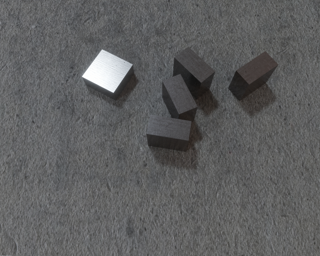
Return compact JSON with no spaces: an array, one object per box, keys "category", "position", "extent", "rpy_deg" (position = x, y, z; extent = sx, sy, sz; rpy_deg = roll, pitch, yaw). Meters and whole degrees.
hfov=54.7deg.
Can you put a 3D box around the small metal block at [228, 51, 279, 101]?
[{"category":"small metal block","position":[0.125,-0.069,0.421],"extent":[0.050,0.050,0.025],"rpy_deg":[-34,74,-12]}]

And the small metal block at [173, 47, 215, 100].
[{"category":"small metal block","position":[0.045,-0.074,0.422],"extent":[0.025,0.050,0.050],"rpy_deg":[-40,75,-13]}]

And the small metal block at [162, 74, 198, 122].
[{"category":"small metal block","position":[0.025,-0.034,0.407],"extent":[0.025,0.050,0.050],"rpy_deg":[-23,72,-8]}]

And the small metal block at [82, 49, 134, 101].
[{"category":"small metal block","position":[-0.071,-0.074,0.435],"extent":[0.050,0.025,0.050],"rpy_deg":[28,72,9]}]

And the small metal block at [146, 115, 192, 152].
[{"category":"small metal block","position":[0.011,0.008,0.392],"extent":[0.050,0.050,0.025],"rpy_deg":[9,71,3]}]
